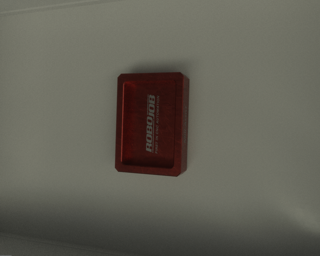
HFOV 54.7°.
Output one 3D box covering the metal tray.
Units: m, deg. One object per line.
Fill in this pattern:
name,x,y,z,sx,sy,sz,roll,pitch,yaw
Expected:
metal tray,-0.010,-0.006,0.407,0.090,0.030,0.129,2,90,19
